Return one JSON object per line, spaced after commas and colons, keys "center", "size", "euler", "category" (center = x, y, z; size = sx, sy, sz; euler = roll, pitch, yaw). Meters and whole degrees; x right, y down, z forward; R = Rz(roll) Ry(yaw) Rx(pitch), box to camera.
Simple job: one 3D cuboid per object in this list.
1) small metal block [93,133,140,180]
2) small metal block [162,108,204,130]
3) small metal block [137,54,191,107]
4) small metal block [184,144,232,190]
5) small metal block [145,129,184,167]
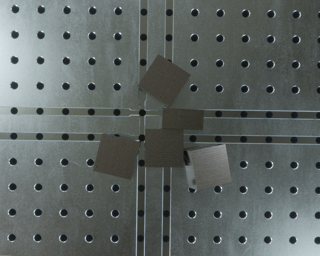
{"center": [-0.056, 0.037, 0.413], "size": [0.050, 0.025, 0.050], "euler": [14, 90, -1], "category": "small metal block"}
{"center": [0.028, -0.011, 0.401], "size": [0.050, 0.050, 0.025], "euler": [3, 90, 0], "category": "small metal block"}
{"center": [0.005, -0.062, 0.413], "size": [0.050, 0.025, 0.050], "euler": [33, 90, -1], "category": "small metal block"}
{"center": [0.062, 0.050, 0.407], "size": [0.050, 0.025, 0.050], "euler": [-9, 90, -20], "category": "small metal block"}
{"center": [0.005, 0.026, 0.414], "size": [0.050, 0.025, 0.050], "euler": [1, 90, 0], "category": "small metal block"}
